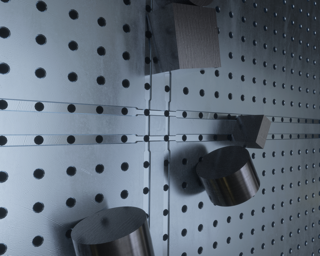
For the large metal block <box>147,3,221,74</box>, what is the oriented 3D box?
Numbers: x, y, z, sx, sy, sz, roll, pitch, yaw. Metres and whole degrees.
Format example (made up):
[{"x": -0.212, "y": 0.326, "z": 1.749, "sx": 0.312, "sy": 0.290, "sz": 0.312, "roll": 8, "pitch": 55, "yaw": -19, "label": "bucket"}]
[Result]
[{"x": 0.034, "y": -0.118, "z": 0.421, "sx": 0.081, "sy": 0.050, "sz": 0.079, "roll": -12, "pitch": 98, "yaw": -39, "label": "large metal block"}]

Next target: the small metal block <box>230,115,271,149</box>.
[{"x": 0.152, "y": 0.006, "z": 0.520, "sx": 0.025, "sy": 0.050, "sz": 0.050, "roll": 35, "pitch": 69, "yaw": -35, "label": "small metal block"}]

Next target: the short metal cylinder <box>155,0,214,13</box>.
[{"x": 0.032, "y": -0.198, "z": 0.419, "sx": 0.081, "sy": 0.050, "sz": 0.080, "roll": 0, "pitch": 90, "yaw": -40, "label": "short metal cylinder"}]

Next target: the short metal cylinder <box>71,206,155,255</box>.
[{"x": -0.049, "y": 0.125, "z": 0.332, "sx": 0.081, "sy": 0.080, "sz": 0.050, "roll": -18, "pitch": 102, "yaw": -39, "label": "short metal cylinder"}]

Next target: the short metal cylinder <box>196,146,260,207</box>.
[{"x": 0.100, "y": 0.069, "z": 0.457, "sx": 0.080, "sy": 0.080, "sz": 0.050, "roll": -40, "pitch": 115, "yaw": -33, "label": "short metal cylinder"}]
